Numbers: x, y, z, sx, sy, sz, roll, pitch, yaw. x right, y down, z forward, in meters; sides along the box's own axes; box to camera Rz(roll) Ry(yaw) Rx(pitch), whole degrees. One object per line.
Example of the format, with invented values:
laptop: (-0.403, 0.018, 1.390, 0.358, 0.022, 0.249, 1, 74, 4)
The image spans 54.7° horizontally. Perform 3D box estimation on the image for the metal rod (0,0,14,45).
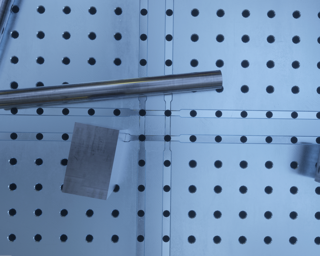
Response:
metal rod: (-0.230, -0.102, 0.410, 0.025, 0.025, 0.298, 18, 90, -1)

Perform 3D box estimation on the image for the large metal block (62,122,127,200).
large metal block: (-0.077, 0.037, 0.385, 0.050, 0.080, 0.080, 11, 90, 0)

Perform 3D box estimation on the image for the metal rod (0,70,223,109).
metal rod: (-0.069, -0.051, 0.412, 0.302, 0.025, 0.025, -5, 90, -1)

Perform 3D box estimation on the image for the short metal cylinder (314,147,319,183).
short metal cylinder: (0.242, 0.051, 0.389, 0.080, 0.080, 0.050, 10, 90, -1)
